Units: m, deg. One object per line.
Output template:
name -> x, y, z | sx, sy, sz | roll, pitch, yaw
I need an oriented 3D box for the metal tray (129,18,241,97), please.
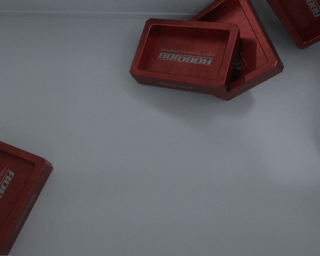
metal tray -> 0.033, -0.098, 0.417 | 0.130, 0.030, 0.090 | 12, 77, 21

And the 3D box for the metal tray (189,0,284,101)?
metal tray -> 0.098, -0.114, 0.423 | 0.090, 0.030, 0.130 | -30, 68, 30

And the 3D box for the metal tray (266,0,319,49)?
metal tray -> 0.198, -0.171, 0.403 | 0.090, 0.130, 0.030 | -27, 46, 33

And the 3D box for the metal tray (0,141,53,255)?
metal tray -> -0.202, 0.085, 0.373 | 0.090, 0.030, 0.130 | 20, 71, 7
